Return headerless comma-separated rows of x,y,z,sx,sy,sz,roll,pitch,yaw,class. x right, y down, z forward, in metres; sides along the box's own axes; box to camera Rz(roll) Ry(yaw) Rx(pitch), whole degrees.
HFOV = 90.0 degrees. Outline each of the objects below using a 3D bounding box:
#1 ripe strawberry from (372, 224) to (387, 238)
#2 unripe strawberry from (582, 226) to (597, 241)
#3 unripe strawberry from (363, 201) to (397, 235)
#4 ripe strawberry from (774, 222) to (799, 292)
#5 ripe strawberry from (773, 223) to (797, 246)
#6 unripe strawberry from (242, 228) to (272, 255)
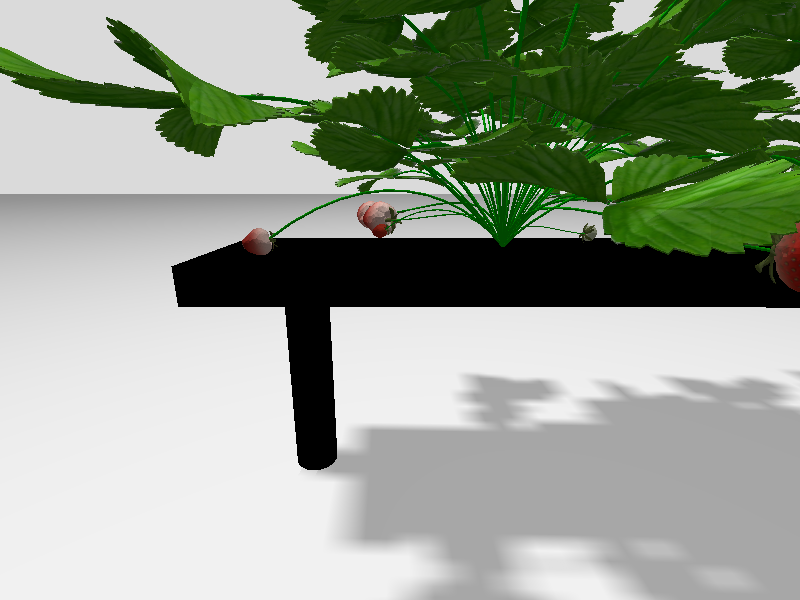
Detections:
-0.020,-0.069,0.402,0.016,0.013,0.016,-7,11,29,ripe strawberry
0.181,-0.063,0.380,0.014,0.015,0.013,-5,17,-19,unripe strawberry
-0.023,-0.087,0.429,0.038,0.037,0.035,11,20,36,unripe strawberry
0.208,-0.021,0.193,0.044,0.039,0.040,-12,21,-35,ripe strawberry
0.324,-0.054,0.325,0.033,0.033,0.031,2,17,5,ripe strawberry
-0.111,-0.044,0.310,0.022,0.021,0.020,-13,18,-8,unripe strawberry
